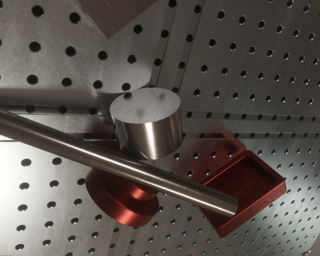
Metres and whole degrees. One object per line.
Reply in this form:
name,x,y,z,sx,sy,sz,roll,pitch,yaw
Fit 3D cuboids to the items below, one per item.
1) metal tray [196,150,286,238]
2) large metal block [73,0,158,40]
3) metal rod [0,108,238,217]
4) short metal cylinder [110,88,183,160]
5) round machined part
metal tray,0.123,0.102,0.502,0.130,0.090,0.030,-33,129,-7
large metal block,-0.047,-0.143,0.282,0.080,0.050,0.080,-40,130,-2
metal rod,-0.048,0.040,0.340,0.302,0.025,0.025,22,107,-14
short metal cylinder,-0.014,-0.007,0.365,0.081,0.080,0.050,-19,126,-18
round machined part,-0.039,0.071,0.386,0.098,0.098,0.042,27,108,-38
